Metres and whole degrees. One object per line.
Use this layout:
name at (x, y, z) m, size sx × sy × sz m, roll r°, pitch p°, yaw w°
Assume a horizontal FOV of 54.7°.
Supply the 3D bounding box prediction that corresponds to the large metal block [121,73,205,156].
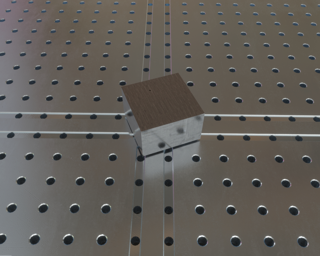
large metal block at (0.002, -0.019, 0.404) m, size 0.081 × 0.050 × 0.080 m, roll -16°, pitch 52°, yaw -14°
